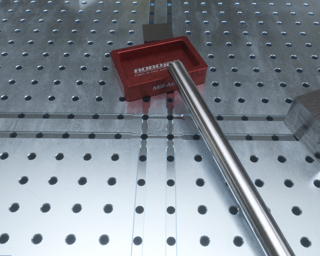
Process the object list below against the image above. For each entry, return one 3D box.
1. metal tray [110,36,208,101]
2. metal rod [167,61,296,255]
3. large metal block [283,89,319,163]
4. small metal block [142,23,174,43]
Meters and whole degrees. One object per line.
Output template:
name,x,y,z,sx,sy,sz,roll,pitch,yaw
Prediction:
metal tray,-0.003,-0.096,0.484,0.131,0.030,0.090,-15,52,-13
metal rod,0.075,0.031,0.361,0.025,0.025,0.299,-16,58,-13
large metal block,0.224,-0.007,0.399,0.081,0.050,0.080,-18,52,-15
small metal block,-0.004,-0.157,0.539,0.050,0.025,0.050,-4,50,-4
